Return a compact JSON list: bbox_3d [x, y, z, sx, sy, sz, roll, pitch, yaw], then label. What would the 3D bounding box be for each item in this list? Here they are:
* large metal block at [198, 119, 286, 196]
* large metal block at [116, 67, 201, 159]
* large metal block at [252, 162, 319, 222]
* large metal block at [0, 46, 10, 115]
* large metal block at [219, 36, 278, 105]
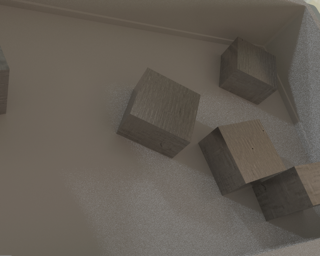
[{"bbox_3d":[0.113,0.039,0.429,0.081,0.050,0.080,-9,67,-33],"label":"large metal block"},{"bbox_3d":[0.000,-0.019,0.402,0.080,0.050,0.080,26,53,-13],"label":"large metal block"},{"bbox_3d":[0.191,0.086,0.423,0.081,0.080,0.050,-3,64,-30],"label":"large metal block"},{"bbox_3d":[-0.195,-0.046,0.294,0.081,0.080,0.050,-16,71,-35],"label":"large metal block"},{"bbox_3d":[0.152,-0.098,0.534,0.080,0.050,0.080,22,53,-15],"label":"large metal block"}]
